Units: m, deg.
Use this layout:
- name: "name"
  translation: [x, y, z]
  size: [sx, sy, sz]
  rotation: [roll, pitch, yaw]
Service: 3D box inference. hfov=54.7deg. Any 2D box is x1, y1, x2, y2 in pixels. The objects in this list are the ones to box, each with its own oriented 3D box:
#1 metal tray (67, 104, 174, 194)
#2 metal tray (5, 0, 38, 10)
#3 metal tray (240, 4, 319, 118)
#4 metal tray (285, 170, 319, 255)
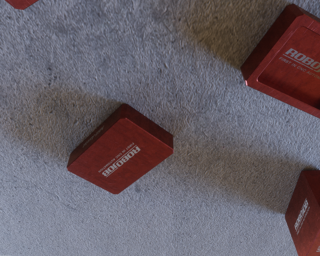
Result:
- name: "metal tray"
  translation: [-0.056, 0.035, 0.433]
  size: [0.090, 0.030, 0.130]
  rotation: [35, 122, -26]
- name: "metal tray"
  translation: [-0.099, -0.159, 0.241]
  size: [0.130, 0.030, 0.090]
  rotation: [-20, 149, 21]
- name: "metal tray"
  translation: [0.171, -0.067, 0.348]
  size: [0.131, 0.030, 0.089]
  rotation: [20, 127, -17]
- name: "metal tray"
  translation: [0.237, 0.140, 0.485]
  size: [0.030, 0.090, 0.129]
  rotation: [-2, 130, 2]
